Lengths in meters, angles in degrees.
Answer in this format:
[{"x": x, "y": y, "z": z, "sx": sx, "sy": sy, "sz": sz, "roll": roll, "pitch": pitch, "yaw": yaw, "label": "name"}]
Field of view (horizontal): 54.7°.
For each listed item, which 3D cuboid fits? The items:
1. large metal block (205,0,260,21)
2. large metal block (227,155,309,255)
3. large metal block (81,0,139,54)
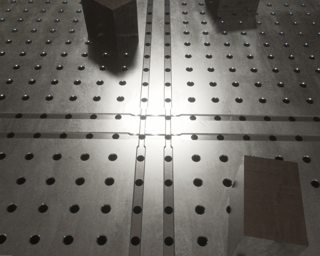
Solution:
[{"x": 0.141, "y": -0.260, "z": 0.612, "sx": 0.081, "sy": 0.050, "sz": 0.080, "roll": -9, "pitch": 51, "yaw": -8, "label": "large metal block"}, {"x": 0.099, "y": 0.085, "z": 0.302, "sx": 0.050, "sy": 0.080, "sz": 0.080, "roll": 8, "pitch": 51, "yaw": 6, "label": "large metal block"}, {"x": -0.084, "y": -0.188, "z": 0.529, "sx": 0.080, "sy": 0.080, "sz": 0.050, "roll": 35, "pitch": 58, "yaw": 25, "label": "large metal block"}]
